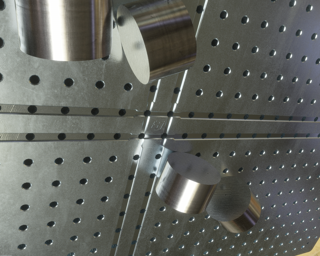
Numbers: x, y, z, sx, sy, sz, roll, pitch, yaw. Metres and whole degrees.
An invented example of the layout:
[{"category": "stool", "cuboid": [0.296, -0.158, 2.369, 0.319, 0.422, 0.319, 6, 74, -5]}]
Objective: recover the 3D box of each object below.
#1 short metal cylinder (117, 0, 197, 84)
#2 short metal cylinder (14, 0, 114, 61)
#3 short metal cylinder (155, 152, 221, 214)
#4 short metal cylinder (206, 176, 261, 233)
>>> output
[{"category": "short metal cylinder", "cuboid": [-0.005, -0.091, 0.317, 0.050, 0.080, 0.080, -22, 127, -15]}, {"category": "short metal cylinder", "cuboid": [-0.082, -0.095, 0.272, 0.081, 0.080, 0.050, -8, 122, -25]}, {"category": "short metal cylinder", "cuboid": [0.040, 0.077, 0.445, 0.081, 0.080, 0.050, 7, 115, -32]}, {"category": "short metal cylinder", "cuboid": [0.122, 0.128, 0.522, 0.080, 0.080, 0.050, -42, 130, 0]}]
